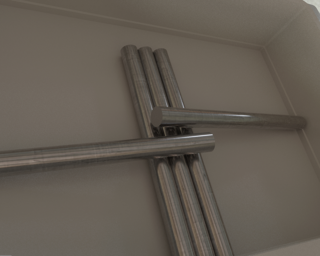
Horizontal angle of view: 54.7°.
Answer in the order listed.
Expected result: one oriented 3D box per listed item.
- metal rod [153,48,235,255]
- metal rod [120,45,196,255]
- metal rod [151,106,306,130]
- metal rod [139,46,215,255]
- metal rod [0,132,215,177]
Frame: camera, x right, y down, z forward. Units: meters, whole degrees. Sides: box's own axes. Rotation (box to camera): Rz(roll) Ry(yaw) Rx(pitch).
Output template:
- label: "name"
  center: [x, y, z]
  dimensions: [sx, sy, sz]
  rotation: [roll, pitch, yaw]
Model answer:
- label: "metal rod"
  center: [0.036, 0.018, 0.414]
  dimensions: [0.025, 0.025, 0.299]
  rotation: [-1, 62, -29]
- label: "metal rod"
  center: [-0.008, 0.019, 0.390]
  dimensions: [0.025, 0.025, 0.299]
  rotation: [-1, 62, -29]
- label: "metal rod"
  center: [0.120, -0.011, 0.455]
  dimensions: [0.302, 0.025, 0.025]
  rotation: [1, 61, -35]
- label: "metal rod"
  center: [0.014, 0.018, 0.402]
  dimensions: [0.025, 0.025, 0.299]
  rotation: [-1, 62, -29]
- label: "metal rod"
  center: [-0.076, 0.028, 0.326]
  dimensions: [0.303, 0.025, 0.025]
  rotation: [-4, 64, -24]
